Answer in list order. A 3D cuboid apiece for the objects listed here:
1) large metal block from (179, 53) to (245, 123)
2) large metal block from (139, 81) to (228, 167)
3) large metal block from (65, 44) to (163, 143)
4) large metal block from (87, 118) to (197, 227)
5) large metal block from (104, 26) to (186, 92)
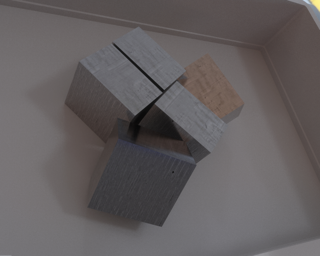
[{"bbox_3d":[0.067,-0.043,0.424,0.050,0.080,0.080,-33,77,3],"label":"large metal block"},{"bbox_3d":[0.020,0.004,0.378,0.080,0.080,0.050,41,51,-1],"label":"large metal block"},{"bbox_3d":[-0.057,-0.035,0.361,0.080,0.080,0.050,44,51,2],"label":"large metal block"},{"bbox_3d":[-0.021,0.046,0.322,0.080,0.079,0.050,20,19,-17],"label":"large metal block"},{"bbox_3d":[-0.027,-0.065,0.394,0.080,0.080,0.050,44,51,1],"label":"large metal block"}]
